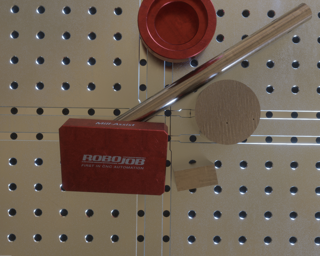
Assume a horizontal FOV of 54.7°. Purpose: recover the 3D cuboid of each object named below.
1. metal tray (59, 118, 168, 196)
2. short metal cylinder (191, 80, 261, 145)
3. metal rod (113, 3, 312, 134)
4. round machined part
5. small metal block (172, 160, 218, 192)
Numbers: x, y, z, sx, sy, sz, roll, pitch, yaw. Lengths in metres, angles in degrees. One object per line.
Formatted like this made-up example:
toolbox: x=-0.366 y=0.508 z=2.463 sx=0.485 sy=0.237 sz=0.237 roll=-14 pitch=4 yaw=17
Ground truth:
metal tray: x=-0.057 y=0.037 z=0.396 sx=0.131 sy=0.030 sz=0.089 roll=3 pitch=109 yaw=-1
short metal cylinder: x=0.082 y=-0.019 z=0.402 sx=0.081 sy=0.050 sz=0.079 roll=0 pitch=90 yaw=-1
metal rod: x=0.067 y=-0.077 z=0.414 sx=0.301 sy=0.025 sz=0.025 roll=-32 pitch=90 yaw=-1
round machined part: x=0.021 y=-0.134 z=0.405 sx=0.099 sy=0.042 sz=0.097 roll=0 pitch=90 yaw=-1
small metal block: x=0.044 y=0.061 z=0.402 sx=0.050 sy=0.050 sz=0.025 roll=-10 pitch=90 yaw=0
